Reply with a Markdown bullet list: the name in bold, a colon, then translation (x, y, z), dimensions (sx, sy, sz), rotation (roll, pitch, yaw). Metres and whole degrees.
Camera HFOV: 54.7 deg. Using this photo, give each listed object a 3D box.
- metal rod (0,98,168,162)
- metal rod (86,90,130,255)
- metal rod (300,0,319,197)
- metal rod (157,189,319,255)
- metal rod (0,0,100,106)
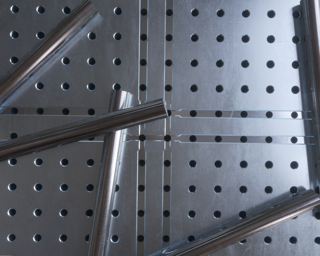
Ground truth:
- **metal rod**: translation (-0.138, 0.013, 0.394), dimensions (0.301, 0.025, 0.025), rotation (-15, 90, 6)
- **metal rod**: translation (-0.075, 0.099, 0.412), dimensions (0.025, 0.025, 0.298), rotation (9, 90, -1)
- **metal rod**: translation (0.217, -0.024, 0.416), dimensions (0.025, 0.025, 0.298), rotation (-6, 90, -1)
- **metal rod**: translation (0.070, 0.153, 0.414), dimensions (0.301, 0.025, 0.025), rotation (-24, 90, -1)
- **metal rod**: translation (-0.199, -0.060, 0.410), dimensions (0.300, 0.025, 0.025), rotation (-43, 91, -1)
